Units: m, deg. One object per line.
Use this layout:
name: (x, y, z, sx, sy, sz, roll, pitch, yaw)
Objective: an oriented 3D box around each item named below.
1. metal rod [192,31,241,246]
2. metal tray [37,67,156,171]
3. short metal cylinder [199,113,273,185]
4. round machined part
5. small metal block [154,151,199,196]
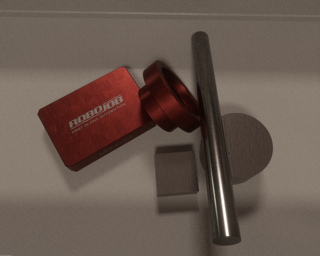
metal rod: (0.059, -0.017, 0.366, 0.025, 0.025, 0.300, 0, 51, 0)
metal tray: (-0.080, -0.013, 0.411, 0.131, 0.030, 0.090, -30, 73, -11)
short metal cylinder: (0.093, 0.027, 0.388, 0.081, 0.050, 0.080, 0, 70, -1)
round machined part: (0.010, -0.034, 0.390, 0.042, 0.098, 0.098, -36, 72, 18)
small metal block: (0.020, 0.058, 0.389, 0.050, 0.025, 0.050, -4, 70, -2)
